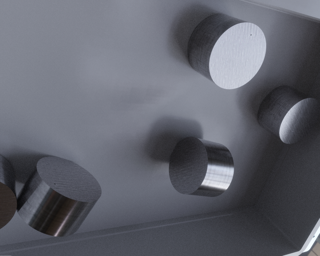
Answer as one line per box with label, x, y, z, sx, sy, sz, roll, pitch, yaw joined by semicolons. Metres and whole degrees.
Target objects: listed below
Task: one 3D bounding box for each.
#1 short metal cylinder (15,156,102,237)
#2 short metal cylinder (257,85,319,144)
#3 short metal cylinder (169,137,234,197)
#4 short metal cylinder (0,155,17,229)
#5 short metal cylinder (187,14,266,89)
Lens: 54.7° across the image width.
short metal cylinder;-0.116;0.077;0.358;0.080;0.080;0.050;25;104;-37
short metal cylinder;0.205;-0.022;0.494;0.081;0.050;0.079;-14;125;-21
short metal cylinder;0.057;0.056;0.441;0.050;0.080;0.080;15;111;-35
short metal cylinder;-0.197;0.069;0.327;0.081;0.050;0.079;-13;124;-20
short metal cylinder;0.081;-0.094;0.380;0.081;0.050;0.079;-14;125;-21
